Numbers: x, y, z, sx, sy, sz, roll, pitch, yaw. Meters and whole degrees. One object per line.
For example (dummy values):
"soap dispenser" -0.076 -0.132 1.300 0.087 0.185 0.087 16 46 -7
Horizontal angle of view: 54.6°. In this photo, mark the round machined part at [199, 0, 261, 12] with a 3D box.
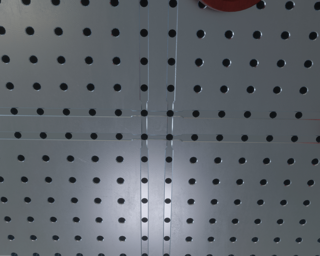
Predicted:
"round machined part" 0.077 -0.179 0.339 0.099 0.042 0.097 0 110 0
